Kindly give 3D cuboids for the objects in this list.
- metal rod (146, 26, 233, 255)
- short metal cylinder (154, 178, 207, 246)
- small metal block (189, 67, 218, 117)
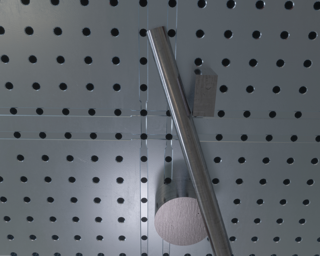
[{"bbox_3d":[0.039,0.024,0.389,0.025,0.025,0.298,-17,97,6],"label":"metal rod"},{"bbox_3d":[0.033,0.119,0.444,0.081,0.050,0.079,0,110,0],"label":"short metal cylinder"},{"bbox_3d":[0.052,-0.046,0.384,0.025,0.050,0.050,2,110,-1],"label":"small metal block"}]
